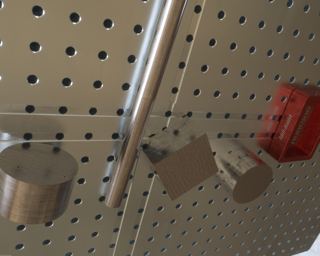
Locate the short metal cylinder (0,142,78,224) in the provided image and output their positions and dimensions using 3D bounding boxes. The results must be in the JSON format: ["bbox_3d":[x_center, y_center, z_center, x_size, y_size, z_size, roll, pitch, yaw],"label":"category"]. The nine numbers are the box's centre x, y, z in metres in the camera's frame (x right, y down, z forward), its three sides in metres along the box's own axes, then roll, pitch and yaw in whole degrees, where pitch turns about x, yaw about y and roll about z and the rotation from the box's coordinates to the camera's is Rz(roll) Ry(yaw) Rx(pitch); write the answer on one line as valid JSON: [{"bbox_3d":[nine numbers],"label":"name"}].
[{"bbox_3d":[-0.136,0.058,0.338,0.081,0.080,0.050,7,115,-32],"label":"short metal cylinder"}]

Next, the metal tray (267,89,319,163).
[{"bbox_3d":[0.253,-0.002,0.548,0.091,0.030,0.129,-1,119,-28],"label":"metal tray"}]

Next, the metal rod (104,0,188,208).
[{"bbox_3d":[-0.022,-0.025,0.385,0.025,0.025,0.298,5,116,-31],"label":"metal rod"}]

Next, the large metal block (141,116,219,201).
[{"bbox_3d":[0.028,0.043,0.439,0.080,0.050,0.080,-31,129,-9],"label":"large metal block"}]

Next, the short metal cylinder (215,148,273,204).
[{"bbox_3d":[0.142,0.081,0.525,0.081,0.050,0.079,-14,125,-21],"label":"short metal cylinder"}]
